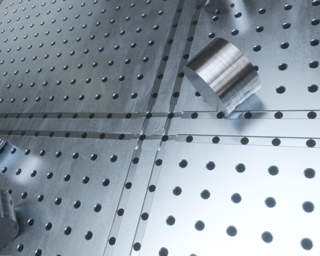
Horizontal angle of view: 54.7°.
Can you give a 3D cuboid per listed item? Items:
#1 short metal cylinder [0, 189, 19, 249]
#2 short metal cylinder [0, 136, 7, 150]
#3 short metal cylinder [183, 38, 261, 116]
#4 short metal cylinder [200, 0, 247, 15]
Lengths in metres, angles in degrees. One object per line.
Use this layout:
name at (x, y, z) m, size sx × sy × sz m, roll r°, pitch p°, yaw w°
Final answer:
short metal cylinder at (-0.239, 0.127, 0.418) m, size 0.080 × 0.080 × 0.050 m, roll -39°, pitch 51°, yaw 2°
short metal cylinder at (-0.310, 0.021, 0.519) m, size 0.080 × 0.080 × 0.050 m, roll 24°, pitch 75°, yaw 36°
short metal cylinder at (0.073, -0.060, 0.371) m, size 0.050 × 0.080 × 0.080 m, roll -42°, pitch 51°, yaw 0°
short metal cylinder at (0.095, -0.223, 0.478) m, size 0.080 × 0.050 × 0.080 m, roll -13°, pitch 56°, yaw 21°
